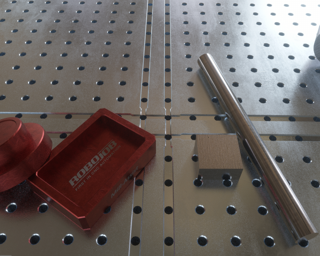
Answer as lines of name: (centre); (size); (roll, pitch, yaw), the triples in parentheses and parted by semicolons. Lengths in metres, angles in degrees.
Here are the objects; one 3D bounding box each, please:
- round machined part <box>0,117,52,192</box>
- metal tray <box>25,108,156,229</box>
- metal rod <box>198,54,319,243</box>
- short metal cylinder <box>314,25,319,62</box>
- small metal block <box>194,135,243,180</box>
round machined part: (-0.179, 0.024, 0.353); (0.098, 0.042, 0.098); (-14, 36, 10)
metal tray: (-0.077, 0.041, 0.368); (0.090, 0.030, 0.131); (29, 55, 21)
metal rod: (0.111, 0.001, 0.408); (0.025, 0.025, 0.300); (-11, 51, -10)
short metal cylinder: (0.294, -0.143, 0.496); (0.080, 0.080, 0.050); (20, 53, 16)
small metal block: (0.070, 0.035, 0.379); (0.050, 0.025, 0.050); (0, 50, 0)
